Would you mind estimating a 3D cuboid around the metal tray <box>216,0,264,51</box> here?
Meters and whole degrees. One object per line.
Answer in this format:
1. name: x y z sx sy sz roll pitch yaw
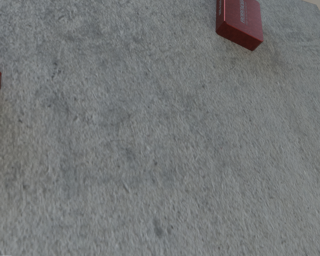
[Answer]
1. metal tray: 0.160 -0.225 0.627 0.091 0.030 0.130 20 54 -17
